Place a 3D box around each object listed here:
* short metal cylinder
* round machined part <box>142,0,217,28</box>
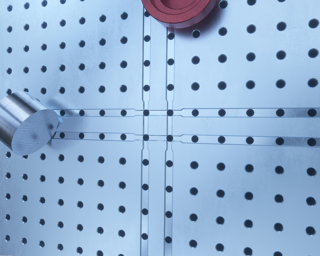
[{"bbox_3d":[-0.198,-0.007,0.453,0.050,0.080,0.080,34,101,17],"label":"short metal cylinder"},{"bbox_3d":[0.028,-0.175,0.394,0.098,0.042,0.097,0,90,20],"label":"round machined part"}]
